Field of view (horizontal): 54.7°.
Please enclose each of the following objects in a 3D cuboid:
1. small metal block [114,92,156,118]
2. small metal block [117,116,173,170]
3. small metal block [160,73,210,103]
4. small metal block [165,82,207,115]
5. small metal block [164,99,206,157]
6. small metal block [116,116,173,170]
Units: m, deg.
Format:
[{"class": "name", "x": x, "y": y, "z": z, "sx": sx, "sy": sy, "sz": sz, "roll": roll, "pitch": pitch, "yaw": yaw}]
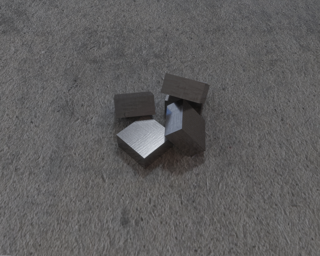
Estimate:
[{"class": "small metal block", "x": -0.034, "y": -0.032, "z": 0.415, "sx": 0.050, "sy": 0.025, "sz": 0.050, "roll": -6, "pitch": 13, "yaw": -6}, {"class": "small metal block", "x": -0.018, "y": 0.016, "z": 0.391, "sx": 0.050, "sy": 0.025, "sz": 0.050, "roll": 38, "pitch": 59, "yaw": 27}, {"class": "small metal block", "x": 0.034, "y": -0.050, "z": 0.397, "sx": 0.050, "sy": 0.025, "sz": 0.050, "roll": 17, "pitch": 9, "yaw": 13}, {"class": "small metal block", "x": 0.037, "y": -0.044, "z": 0.442, "sx": 0.050, "sy": 0.025, "sz": 0.050, "roll": 11, "pitch": 51, "yaw": 8}, {"class": "small metal block", "x": 0.032, "y": 0.000, "z": 0.386, "sx": 0.025, "sy": 0.050, "sz": 0.050, "roll": -24, "pitch": 41, "yaw": 31}, {"class": "small metal block", "x": -0.018, "y": 0.016, "z": 0.391, "sx": 0.050, "sy": 0.025, "sz": 0.050, "roll": 37, "pitch": 59, "yaw": 27}]
